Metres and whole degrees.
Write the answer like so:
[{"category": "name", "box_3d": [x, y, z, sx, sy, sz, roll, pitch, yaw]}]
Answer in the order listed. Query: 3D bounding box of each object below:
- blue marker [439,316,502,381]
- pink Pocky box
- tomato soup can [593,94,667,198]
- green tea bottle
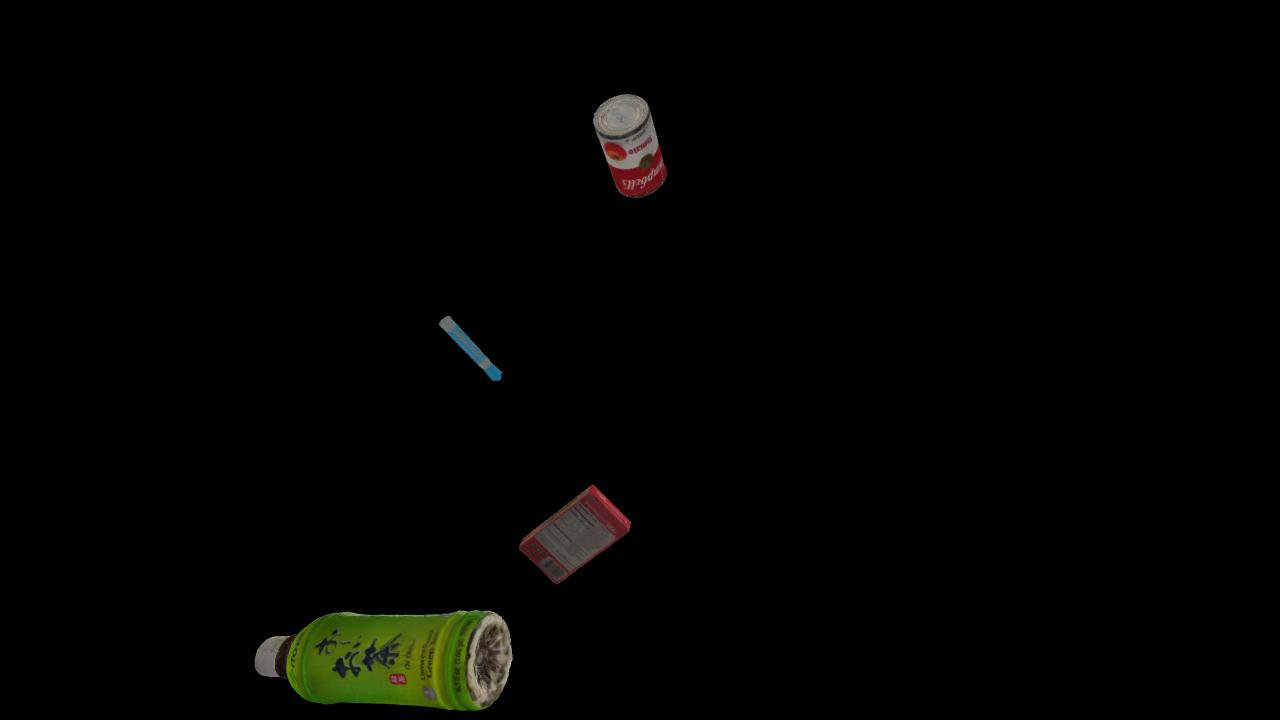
[{"category": "blue marker", "box_3d": [-0.237, -0.013, 0.873, 0.020, 0.020, 0.121, 0, -43, 45]}, {"category": "pink Pocky box", "box_3d": [-0.096, 0.257, 0.905, 0.155, 0.084, 0.029, -40, 9, 19]}, {"category": "tomato soup can", "box_3d": [-0.010, -0.253, 0.731, 0.068, 0.068, 0.101, 0, -27, 15]}, {"category": "green tea bottle", "box_3d": [-0.211, 0.238, 0.490, 0.212, 0.073, 0.073, -8, -2, 14]}]
